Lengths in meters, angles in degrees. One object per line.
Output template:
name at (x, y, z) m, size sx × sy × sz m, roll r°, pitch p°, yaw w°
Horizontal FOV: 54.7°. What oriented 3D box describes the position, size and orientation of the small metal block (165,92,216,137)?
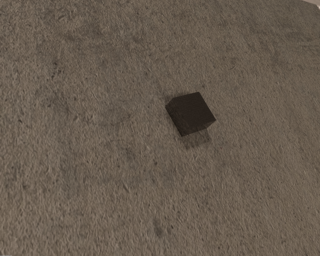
small metal block at (0.044, -0.020, 0.442) m, size 0.050 × 0.025 × 0.050 m, roll -17°, pitch 71°, yaw -35°
